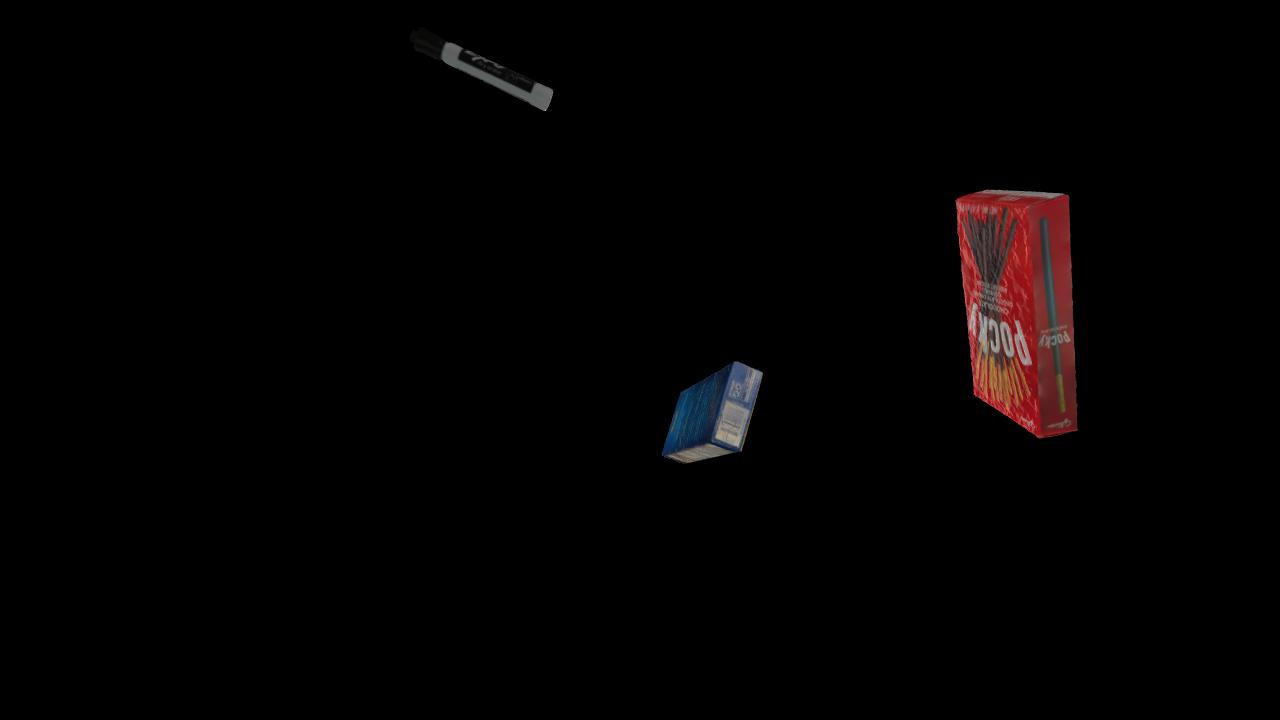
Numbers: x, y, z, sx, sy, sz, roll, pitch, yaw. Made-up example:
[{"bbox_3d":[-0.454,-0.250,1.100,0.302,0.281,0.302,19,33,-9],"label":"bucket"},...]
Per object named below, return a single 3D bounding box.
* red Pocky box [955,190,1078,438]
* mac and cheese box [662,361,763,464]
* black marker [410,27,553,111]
[{"bbox_3d":[0.250,-0.033,0.410,0.028,0.155,0.083,-14,16,2],"label":"red Pocky box"},{"bbox_3d":[0.079,0.068,0.723,0.041,0.093,0.184,20,-17,-9],"label":"mac and cheese box"},{"bbox_3d":[-0.132,-0.243,0.514,0.121,0.020,0.020,22,-4,-10],"label":"black marker"}]
